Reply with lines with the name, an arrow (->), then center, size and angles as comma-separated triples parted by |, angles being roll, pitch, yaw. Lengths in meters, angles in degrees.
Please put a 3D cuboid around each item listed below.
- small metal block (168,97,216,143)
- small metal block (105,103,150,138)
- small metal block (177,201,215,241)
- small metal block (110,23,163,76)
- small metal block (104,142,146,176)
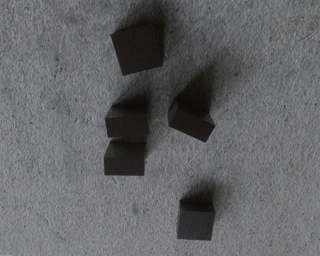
small metal block -> 0.038, -0.011, 0.393 | 0.050, 0.050, 0.025 | 24, 108, -9
small metal block -> -0.039, -0.011, 0.392 | 0.050, 0.050, 0.025 | -5, 110, 1
small metal block -> 0.052, 0.138, 0.461 | 0.050, 0.025, 0.050 | 4, 110, -2
small metal block -> -0.027, -0.095, 0.374 | 0.050, 0.025, 0.050 | -13, 110, 5
small metal block -> -0.045, 0.040, 0.411 | 0.050, 0.050, 0.025 | 1, 110, -1
